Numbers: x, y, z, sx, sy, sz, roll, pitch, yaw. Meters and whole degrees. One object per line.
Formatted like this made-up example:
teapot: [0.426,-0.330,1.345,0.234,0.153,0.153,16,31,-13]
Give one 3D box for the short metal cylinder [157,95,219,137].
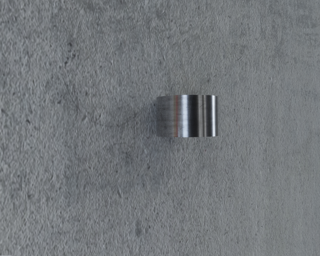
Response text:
short metal cylinder: [0.036,-0.015,0.403,0.081,0.080,0.050,-1,91,-40]
